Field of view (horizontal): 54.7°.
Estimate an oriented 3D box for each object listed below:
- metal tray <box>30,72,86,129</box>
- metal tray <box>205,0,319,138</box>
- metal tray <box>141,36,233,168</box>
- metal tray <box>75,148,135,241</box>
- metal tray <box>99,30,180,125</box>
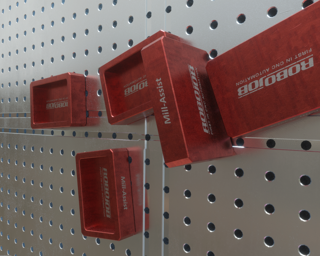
[{"bbox_3d":[-0.185,-0.045,0.555,0.130,0.030,0.089,-3,88,39],"label":"metal tray"},{"bbox_3d":[0.117,-0.051,0.308,0.130,0.030,0.090,-24,75,37],"label":"metal tray"},{"bbox_3d":[0.032,-0.027,0.339,0.030,0.091,0.129,-20,78,38],"label":"metal tray"},{"bbox_3d":[-0.086,0.099,0.474,0.090,0.030,0.129,-10,84,39],"label":"metal tray"},{"bbox_3d":[-0.025,-0.063,0.424,0.130,0.030,0.090,-20,78,38],"label":"metal tray"}]
